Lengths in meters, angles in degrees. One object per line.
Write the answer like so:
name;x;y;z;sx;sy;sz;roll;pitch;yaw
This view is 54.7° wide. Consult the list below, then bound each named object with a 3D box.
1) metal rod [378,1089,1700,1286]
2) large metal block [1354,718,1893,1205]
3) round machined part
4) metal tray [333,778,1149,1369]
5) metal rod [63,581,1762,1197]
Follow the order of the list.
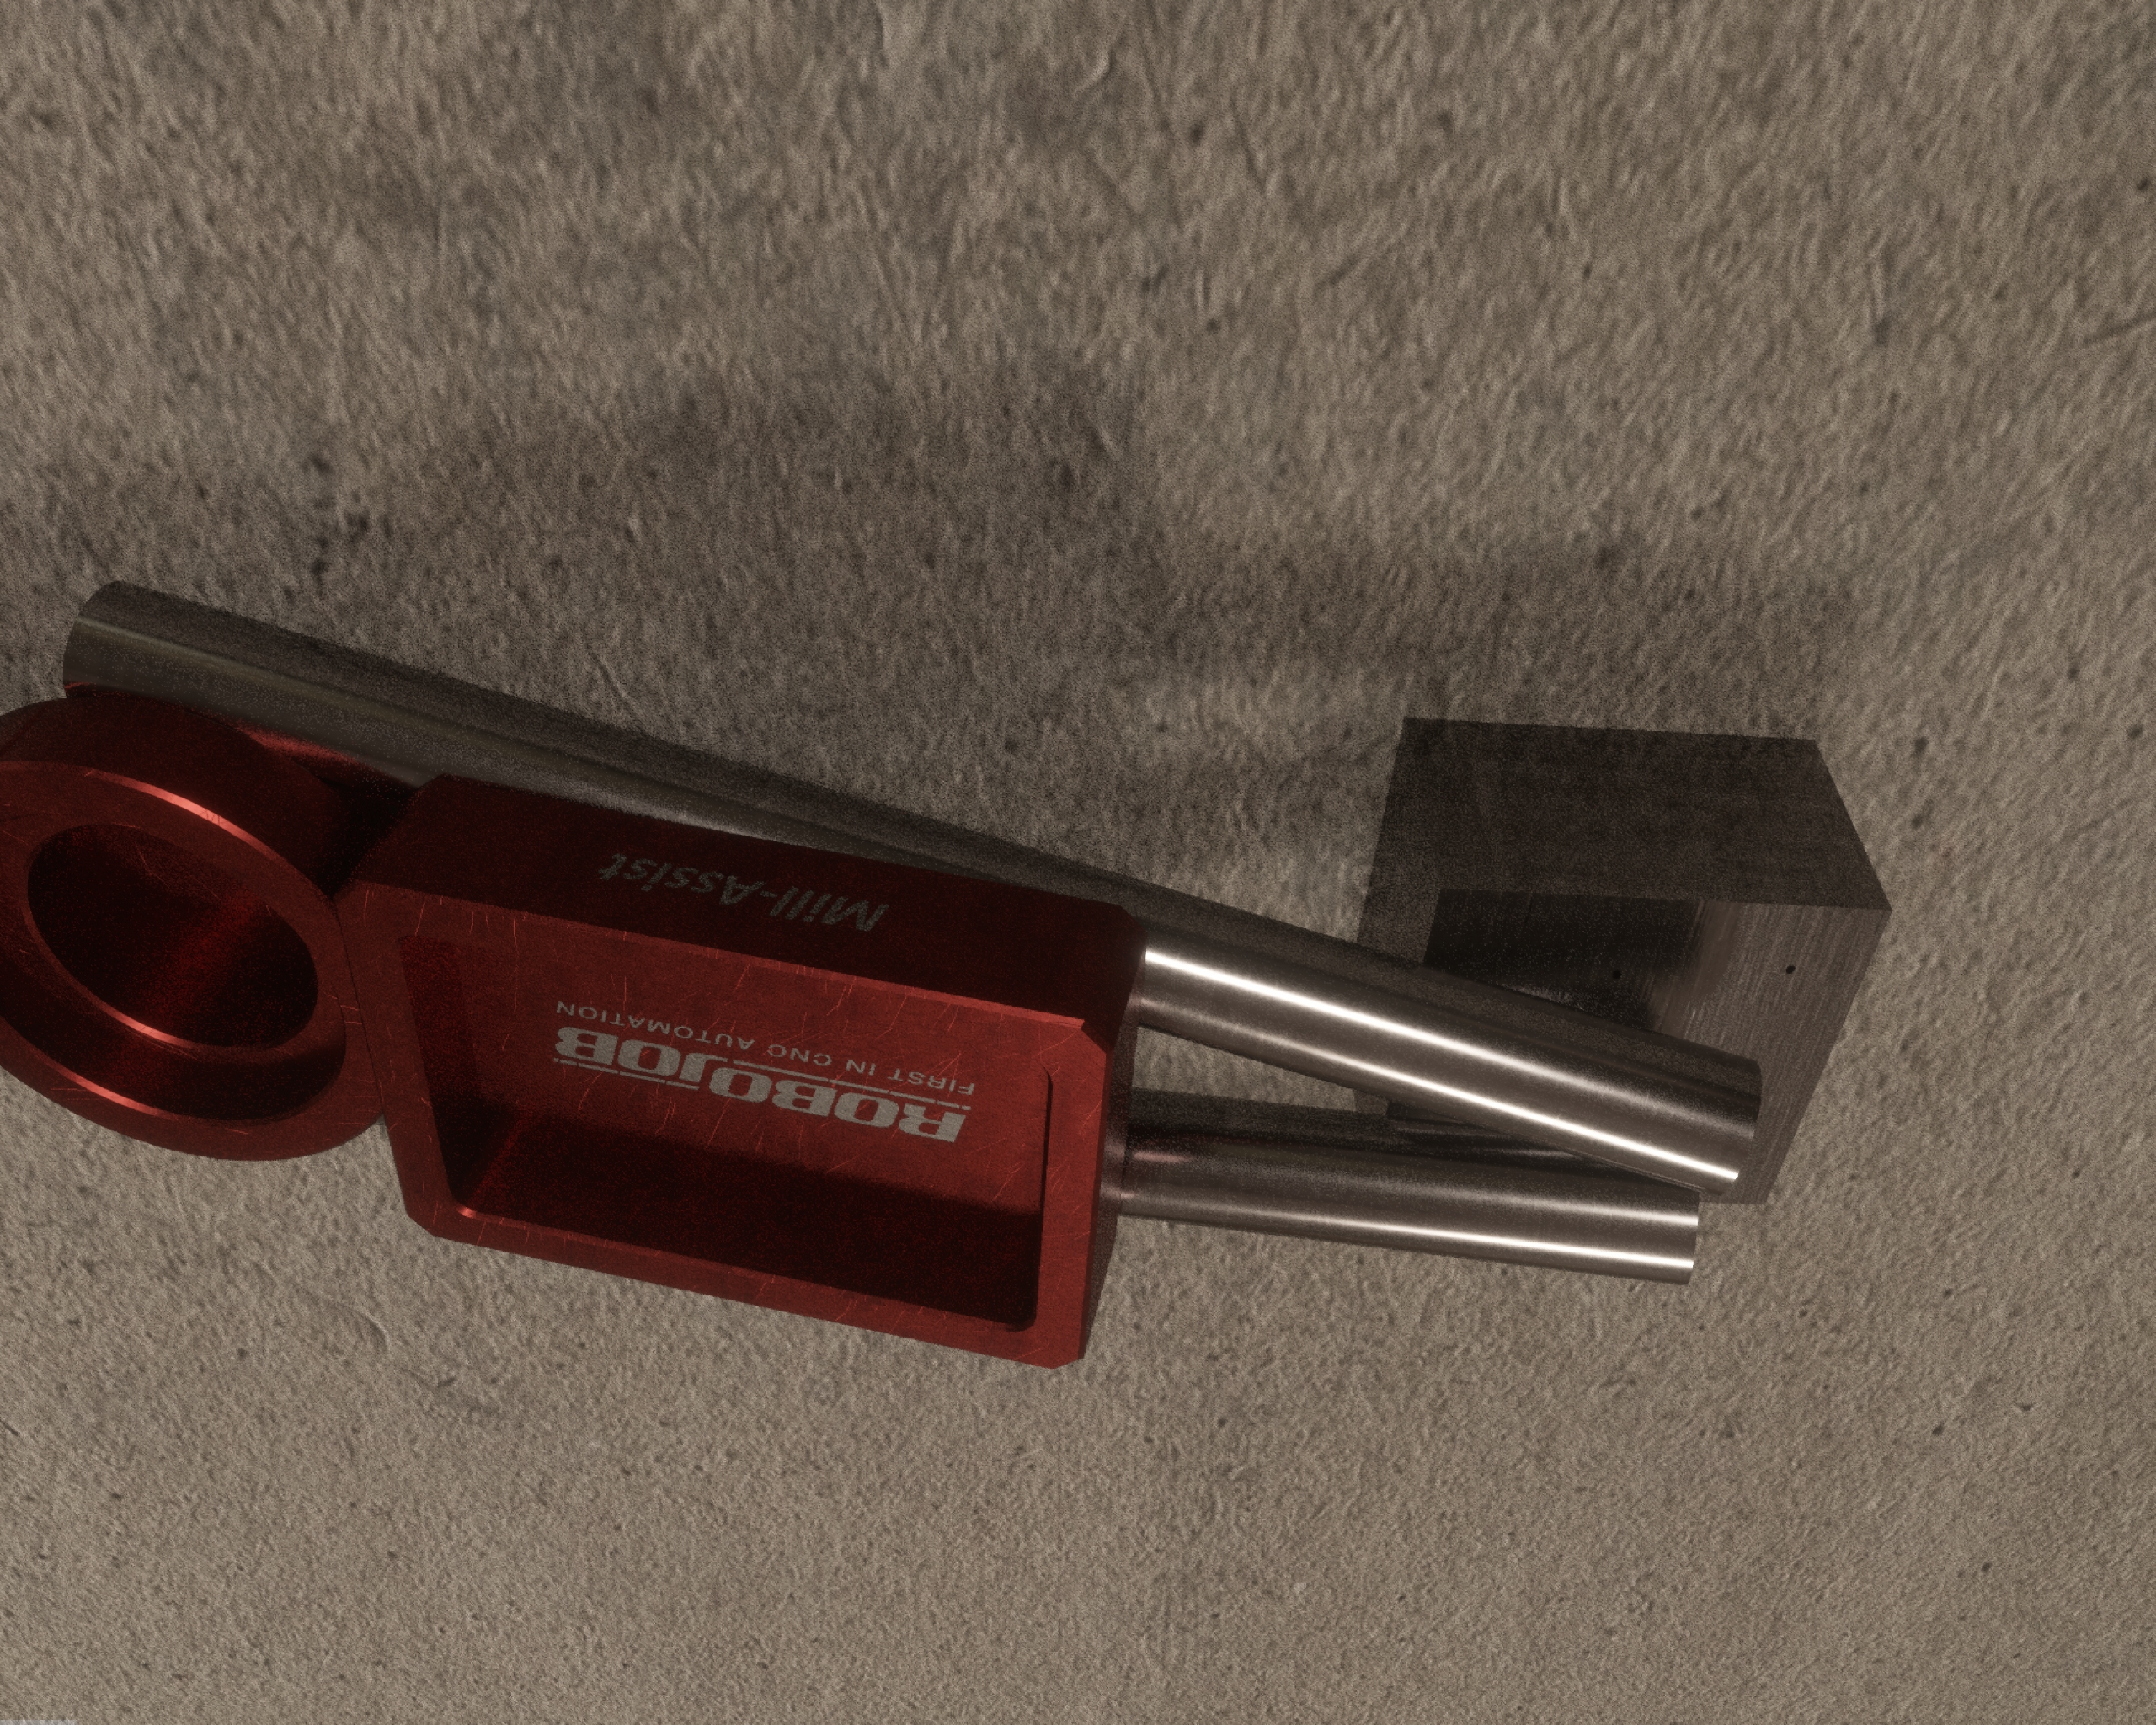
metal rod;-0.035;0.052;0.410;0.301;0.025;0.025;5;131;11
large metal block;0.100;0.020;0.409;0.081;0.050;0.079;3;130;-3
round machined part;-0.166;0.008;0.395;0.099;0.042;0.097;6;130;8
metal tray;-0.057;0.039;0.370;0.131;0.030;0.089;10;131;7
metal rod;-0.030;0.004;0.369;0.302;0.025;0.025;16;129;2
